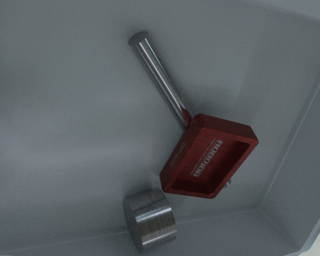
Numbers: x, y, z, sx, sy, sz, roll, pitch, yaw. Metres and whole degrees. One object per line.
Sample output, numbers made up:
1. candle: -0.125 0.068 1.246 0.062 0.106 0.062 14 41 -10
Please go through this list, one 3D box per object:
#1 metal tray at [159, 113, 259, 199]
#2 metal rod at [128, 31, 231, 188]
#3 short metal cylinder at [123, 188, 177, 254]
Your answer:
1. metal tray: 0.066 0.045 0.440 0.091 0.030 0.129 13 126 -22
2. metal rod: 0.042 -0.003 0.431 0.025 0.025 0.300 -38 130 -3
3. short metal cylinder: -0.016 0.132 0.448 0.050 0.080 0.079 -15 125 -20
